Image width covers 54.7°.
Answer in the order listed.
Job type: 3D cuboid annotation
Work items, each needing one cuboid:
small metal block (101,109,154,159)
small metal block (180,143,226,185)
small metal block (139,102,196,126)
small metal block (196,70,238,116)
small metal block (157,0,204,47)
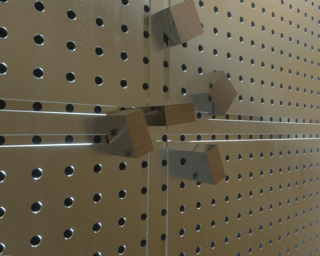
[{"bbox_3d":[-0.038,0.006,0.362,0.025,0.050,0.050,-24,106,-38],"label":"small metal block"},{"bbox_3d":[0.062,0.051,0.447,0.025,0.050,0.050,-29,109,-37],"label":"small metal block"},{"bbox_3d":[0.010,-0.018,0.403,0.050,0.050,0.025,-10,97,-40],"label":"small metal block"},{"bbox_3d":[0.091,-0.054,0.488,0.050,0.025,0.050,49,61,-29],"label":"small metal block"},{"bbox_3d":[0.030,-0.148,0.436,0.050,0.025,0.050,-35,112,-35],"label":"small metal block"}]
